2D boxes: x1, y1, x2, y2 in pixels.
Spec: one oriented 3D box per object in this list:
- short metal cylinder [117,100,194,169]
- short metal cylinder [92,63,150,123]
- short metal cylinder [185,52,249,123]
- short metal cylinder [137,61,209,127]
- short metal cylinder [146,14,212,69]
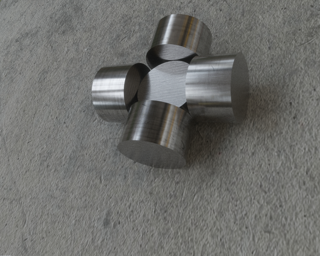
[{"bbox_3d":[-0.004,0.010,0.364,0.080,0.080,0.050,0,62,28],"label":"short metal cylinder"},{"bbox_3d":[-0.046,-0.047,0.422,0.050,0.080,0.080,2,63,29],"label":"short metal cylinder"},{"bbox_3d":[0.069,-0.046,0.361,0.050,0.080,0.080,2,63,29],"label":"short metal cylinder"},{"bbox_3d":[0.018,-0.040,0.404,0.080,0.050,0.080,-13,56,20],"label":"short metal cylinder"},{"bbox_3d":[0.026,-0.105,0.419,0.080,0.080,0.050,2,63,28],"label":"short metal cylinder"}]
